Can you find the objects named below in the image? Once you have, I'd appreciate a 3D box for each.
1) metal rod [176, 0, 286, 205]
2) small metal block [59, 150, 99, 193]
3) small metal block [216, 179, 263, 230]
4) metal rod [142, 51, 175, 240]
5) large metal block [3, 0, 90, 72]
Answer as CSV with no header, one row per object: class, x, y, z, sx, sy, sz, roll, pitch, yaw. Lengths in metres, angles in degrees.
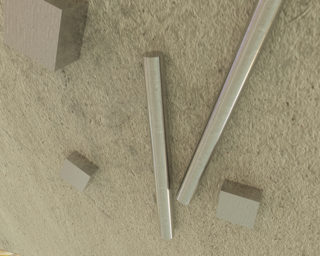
metal rod,0.070,-0.014,0.360,0.025,0.025,0.298,26,127,12
small metal block,-0.137,0.074,0.522,0.050,0.025,0.050,36,129,3
small metal block,0.105,0.101,0.413,0.050,0.025,0.050,14,124,20
metal rod,0.002,0.044,0.431,0.025,0.025,0.298,9,123,23
large metal block,-0.142,-0.130,0.383,0.080,0.050,0.079,30,128,8
